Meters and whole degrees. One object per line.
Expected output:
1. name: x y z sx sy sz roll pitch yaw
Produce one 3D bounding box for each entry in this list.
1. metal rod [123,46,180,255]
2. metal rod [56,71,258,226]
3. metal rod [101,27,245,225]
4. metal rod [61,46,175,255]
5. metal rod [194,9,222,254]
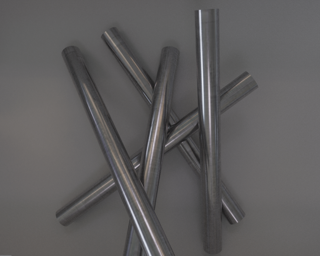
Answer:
1. metal rod: -0.009 0.036 0.355 0.025 0.025 0.299 10 68 0
2. metal rod: -0.010 0.031 0.390 0.300 0.025 0.025 -37 90 8
3. metal rod: 0.017 -0.003 0.411 0.025 0.025 0.299 -35 90 0
4. metal rod: -0.055 0.017 0.345 0.025 0.025 0.299 -29 63 0
5. metal rod: 0.059 0.019 0.365 0.025 0.025 0.298 -5 109 0
